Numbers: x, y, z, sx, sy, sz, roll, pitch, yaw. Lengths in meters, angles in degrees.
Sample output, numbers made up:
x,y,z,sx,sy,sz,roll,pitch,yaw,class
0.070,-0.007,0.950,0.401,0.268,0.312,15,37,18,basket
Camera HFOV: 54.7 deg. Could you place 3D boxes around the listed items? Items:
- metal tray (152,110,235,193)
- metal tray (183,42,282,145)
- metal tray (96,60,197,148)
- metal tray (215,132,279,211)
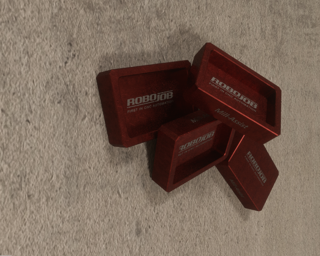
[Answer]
x,y,z,sx,sy,sz,roll,pitch,yaw,class
0.051,0.022,0.420,0.131,0.030,0.089,-22,133,-38,metal tray
0.100,-0.046,0.409,0.131,0.030,0.090,29,52,-14,metal tray
-0.009,-0.035,0.395,0.131,0.030,0.089,-17,101,-39,metal tray
0.152,0.069,0.533,0.090,0.030,0.130,-52,121,-27,metal tray
